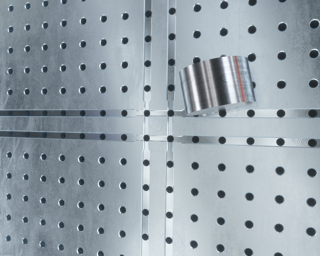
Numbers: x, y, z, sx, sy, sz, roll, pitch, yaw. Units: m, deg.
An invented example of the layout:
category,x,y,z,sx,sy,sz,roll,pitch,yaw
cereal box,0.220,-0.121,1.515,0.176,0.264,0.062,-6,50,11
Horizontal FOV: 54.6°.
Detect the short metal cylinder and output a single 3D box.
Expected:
category,x,y,z,sx,sy,sz,roll,pitch,yaw
short metal cylinder,0.066,-0.047,0.360,0.080,0.080,0.050,-11,86,20
